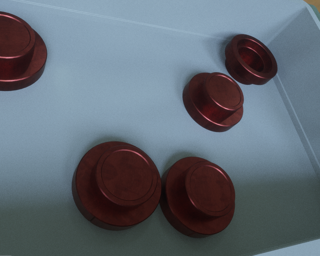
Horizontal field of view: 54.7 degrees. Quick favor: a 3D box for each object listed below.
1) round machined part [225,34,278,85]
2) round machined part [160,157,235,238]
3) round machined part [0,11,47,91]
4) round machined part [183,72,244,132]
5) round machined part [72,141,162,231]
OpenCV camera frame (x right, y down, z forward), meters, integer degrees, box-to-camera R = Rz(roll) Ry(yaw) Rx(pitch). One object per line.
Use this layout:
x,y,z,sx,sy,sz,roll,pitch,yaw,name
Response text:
0.156,-0.116,0.553,0.099,0.042,0.098,14,56,-21,round machined part
0.051,0.079,0.376,0.099,0.042,0.098,14,56,-21,round machined part
-0.181,-0.094,0.355,0.099,0.042,0.098,14,56,-21,round machined part
0.088,-0.046,0.472,0.099,0.042,0.098,14,56,-21,round machined part
-0.042,0.058,0.338,0.099,0.042,0.098,14,56,-21,round machined part
